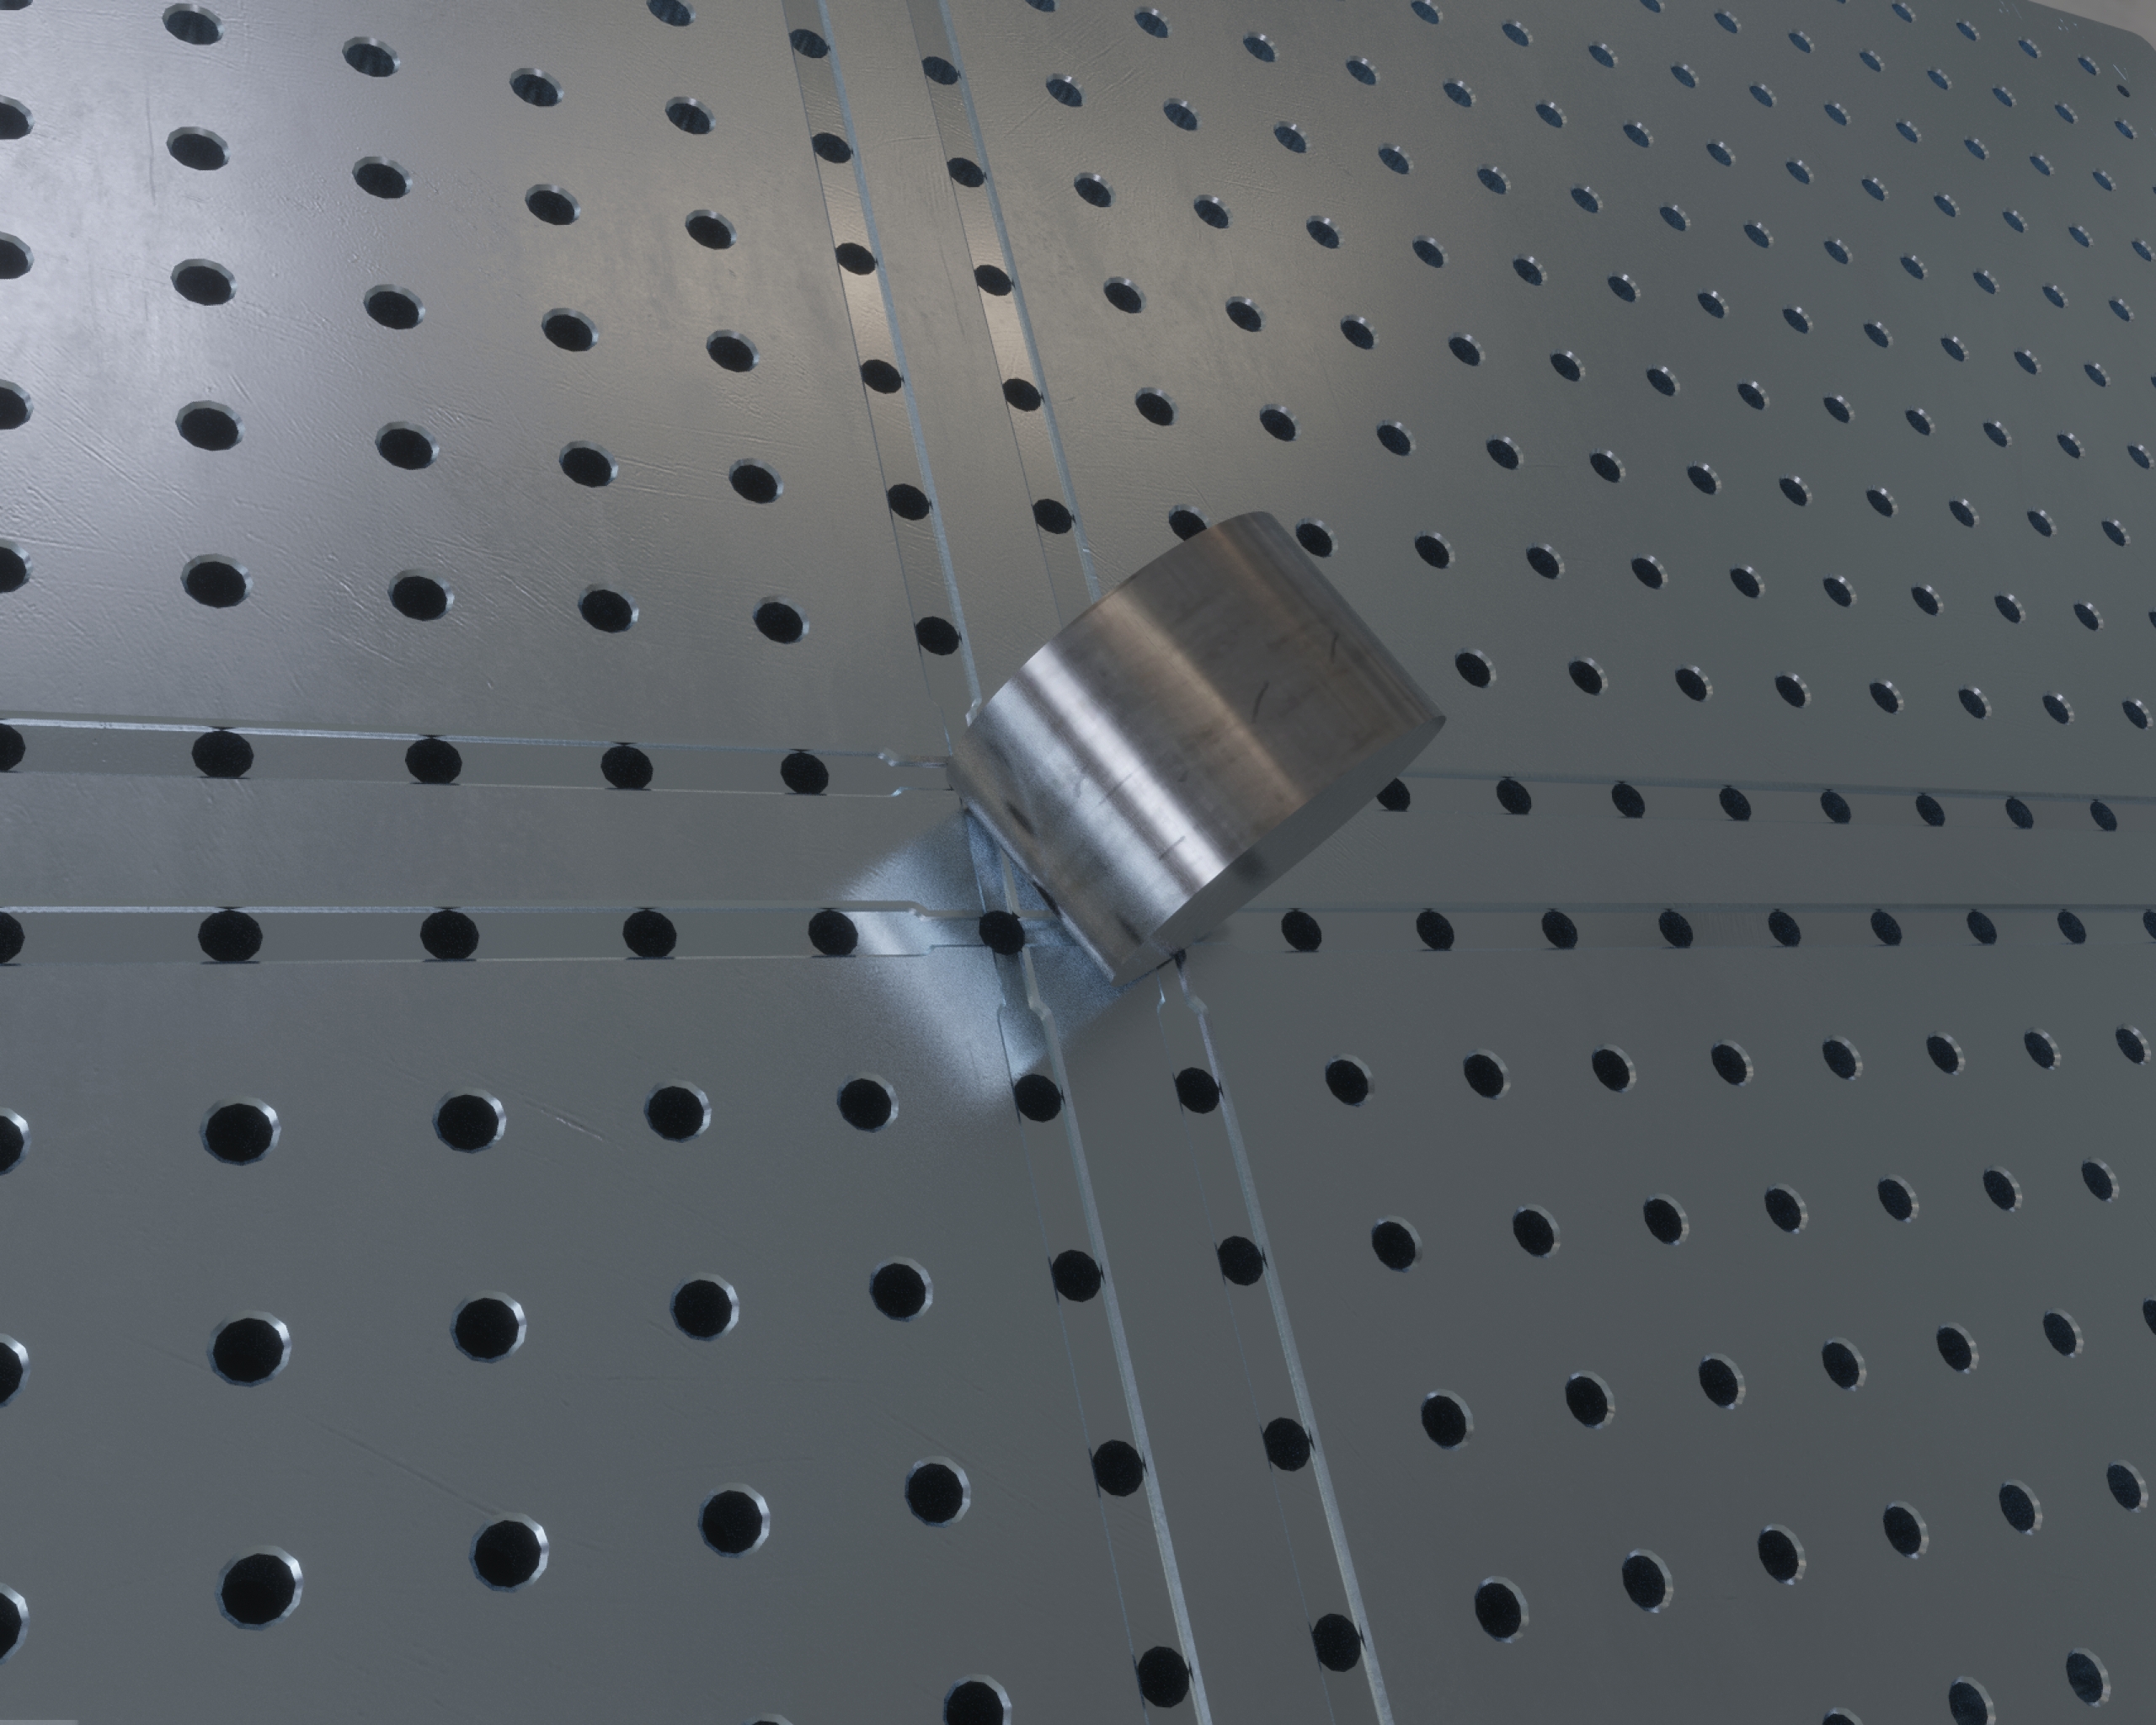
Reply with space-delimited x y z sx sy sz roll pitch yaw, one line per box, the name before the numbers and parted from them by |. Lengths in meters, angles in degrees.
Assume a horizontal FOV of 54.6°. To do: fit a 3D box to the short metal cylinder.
short metal cylinder | 0.022 -0.021 0.396 0.081 0.080 0.050 -32 79 -38
